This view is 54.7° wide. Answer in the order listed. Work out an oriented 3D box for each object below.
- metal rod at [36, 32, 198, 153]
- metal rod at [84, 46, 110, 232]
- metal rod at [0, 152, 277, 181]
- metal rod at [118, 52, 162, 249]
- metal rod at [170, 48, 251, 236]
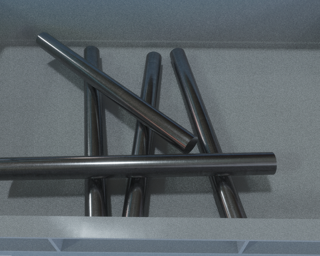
[{"bbox_3d":[-0.074,-0.059,0.419,0.300,0.025,0.025,36,59,26],"label":"metal rod"},{"bbox_3d":[-0.088,-0.011,0.413,0.025,0.025,0.300,-7,50,-6],"label":"metal rod"},{"bbox_3d":[-0.028,0.041,0.335,0.302,0.025,0.025,-1,50,-1],"label":"metal rod"},{"bbox_3d":[-0.020,0.002,0.403,0.025,0.025,0.300,3,50,2],"label":"metal rod"},{"bbox_3d":[0.054,-0.008,0.411,0.025,0.025,0.300,-8,50,-7],"label":"metal rod"}]
